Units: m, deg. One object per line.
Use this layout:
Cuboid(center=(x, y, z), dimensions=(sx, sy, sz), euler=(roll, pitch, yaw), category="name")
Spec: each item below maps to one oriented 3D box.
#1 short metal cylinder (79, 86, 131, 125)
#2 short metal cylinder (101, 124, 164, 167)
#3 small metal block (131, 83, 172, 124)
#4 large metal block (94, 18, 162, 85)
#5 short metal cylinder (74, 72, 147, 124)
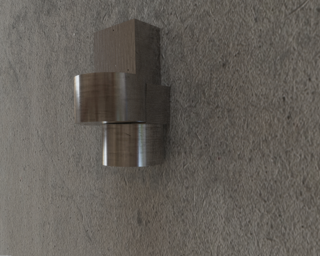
Cuboid(center=(-0.071, -0.030, 0.430), dimensions=(0.080, 0.081, 0.050), euler=(-3, 89, 40), category="short metal cylinder")
Cuboid(center=(-0.035, 0.020, 0.401), dimensions=(0.080, 0.081, 0.050), euler=(0, 90, 40), category="short metal cylinder")
Cuboid(center=(-0.010, -0.030, 0.401), dimensions=(0.025, 0.050, 0.050), euler=(1, 91, 40), category="small metal block")
Cuboid(center=(-0.045, -0.095, 0.429), dimensions=(0.080, 0.050, 0.080), euler=(-2, 89, 40), category="large metal block")
Cuboid(center=(-0.056, -0.031, 0.352), dimensions=(0.080, 0.081, 0.050), euler=(-3, 89, 40), category="short metal cylinder")
